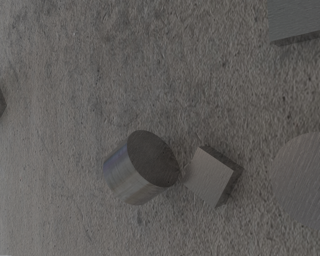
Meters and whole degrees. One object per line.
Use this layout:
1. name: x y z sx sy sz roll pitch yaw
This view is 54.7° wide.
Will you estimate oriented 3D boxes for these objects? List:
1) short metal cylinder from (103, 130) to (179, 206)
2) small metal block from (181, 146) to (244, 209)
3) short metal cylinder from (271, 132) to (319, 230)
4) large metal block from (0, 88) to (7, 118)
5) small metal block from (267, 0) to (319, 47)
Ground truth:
1. short metal cylinder: -0.023 0.049 0.388 0.050 0.081 0.080 -41 65 32
2. small metal block: 0.060 0.055 0.356 0.050 0.025 0.050 35 111 34
3. short metal cylinder: 0.145 0.043 0.269 0.080 0.050 0.080 0 90 40
4. large metal block: -0.411 -0.058 0.728 0.080 0.050 0.080 -45 63 30
5. small metal block: 0.133 -0.110 0.295 0.050 0.025 0.050 -4 87 40
